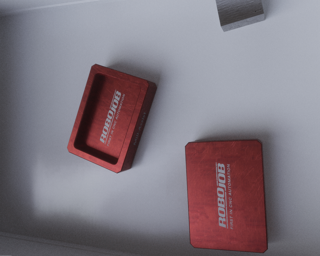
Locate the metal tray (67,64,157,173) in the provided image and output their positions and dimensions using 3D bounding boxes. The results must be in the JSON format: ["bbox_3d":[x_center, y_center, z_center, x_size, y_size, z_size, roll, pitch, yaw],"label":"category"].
[{"bbox_3d":[-0.068,-0.014,0.430,0.090,0.030,0.129,20,97,18],"label":"metal tray"}]

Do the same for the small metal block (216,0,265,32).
[{"bbox_3d":[0.096,-0.151,0.376,0.050,0.025,0.050,-11,87,19],"label":"small metal block"}]

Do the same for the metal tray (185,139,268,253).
[{"bbox_3d":[0.081,0.080,0.379,0.090,0.030,0.129,-3,89,19],"label":"metal tray"}]
